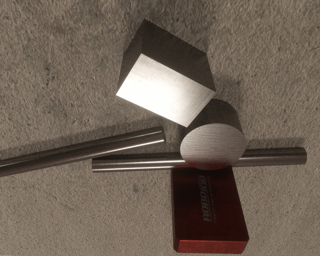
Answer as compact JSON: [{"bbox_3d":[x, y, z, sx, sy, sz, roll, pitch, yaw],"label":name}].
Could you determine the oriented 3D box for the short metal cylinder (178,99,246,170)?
[{"bbox_3d":[0.065,0.009,0.400,0.081,0.050,0.079,0,130,0],"label":"short metal cylinder"}]

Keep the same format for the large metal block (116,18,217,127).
[{"bbox_3d":[0.006,-0.058,0.322,0.080,0.080,0.050,24,126,-20],"label":"large metal block"}]

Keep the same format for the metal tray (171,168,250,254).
[{"bbox_3d":[0.063,0.105,0.429,0.091,0.130,0.030,2,130,-3],"label":"metal tray"}]

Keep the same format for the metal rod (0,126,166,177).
[{"bbox_3d":[-0.140,0.040,0.438,0.301,0.025,0.025,-12,129,9],"label":"metal rod"}]

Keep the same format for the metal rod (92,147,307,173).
[{"bbox_3d":[0.055,0.046,0.447,0.302,0.025,0.025,-2,130,1],"label":"metal rod"}]
